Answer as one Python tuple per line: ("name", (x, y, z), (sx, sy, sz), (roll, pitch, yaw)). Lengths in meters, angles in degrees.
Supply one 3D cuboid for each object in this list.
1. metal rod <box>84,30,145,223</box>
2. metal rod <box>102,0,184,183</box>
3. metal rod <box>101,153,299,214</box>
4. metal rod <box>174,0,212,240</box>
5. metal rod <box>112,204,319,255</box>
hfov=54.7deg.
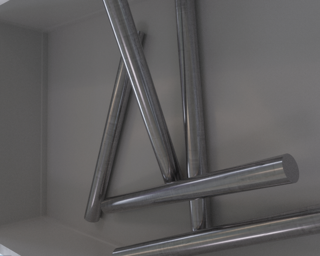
("metal rod", (-0.072, 0.004, 0.465), (0.025, 0.025, 0.298), (24, 105, 37))
("metal rod", (-0.025, -0.065, 0.345), (0.025, 0.025, 0.298), (-1, 115, 40))
("metal rod", (0.015, 0.076, 0.364), (0.299, 0.025, 0.025), (-25, 74, 46))
("metal rod", (0.040, -0.020, 0.374), (0.025, 0.025, 0.298), (-7, 86, 40))
("metal rod", (0.068, 0.114, 0.325), (0.300, 0.025, 0.025), (-23, 75, 29))
